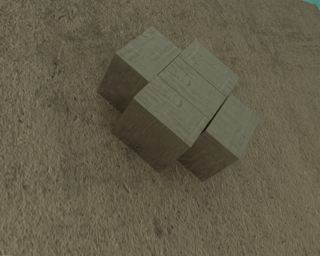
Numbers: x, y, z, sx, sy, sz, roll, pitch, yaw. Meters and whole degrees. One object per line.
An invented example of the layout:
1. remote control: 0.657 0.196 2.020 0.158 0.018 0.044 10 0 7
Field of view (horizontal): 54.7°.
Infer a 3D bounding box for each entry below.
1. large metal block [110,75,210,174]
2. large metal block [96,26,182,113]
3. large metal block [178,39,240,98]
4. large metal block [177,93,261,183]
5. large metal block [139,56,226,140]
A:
1. large metal block: -0.002 -0.002 0.372 0.080 0.080 0.050 41 51 -1
2. large metal block: -0.028 -0.072 0.401 0.050 0.080 0.080 41 51 -1
3. large metal block: 0.049 -0.061 0.436 0.080 0.080 0.050 41 51 -1
4. large metal block: 0.073 0.014 0.404 0.050 0.080 0.080 41 51 -1
5. large metal block: 0.024 -0.031 0.404 0.080 0.080 0.050 41 51 -1
